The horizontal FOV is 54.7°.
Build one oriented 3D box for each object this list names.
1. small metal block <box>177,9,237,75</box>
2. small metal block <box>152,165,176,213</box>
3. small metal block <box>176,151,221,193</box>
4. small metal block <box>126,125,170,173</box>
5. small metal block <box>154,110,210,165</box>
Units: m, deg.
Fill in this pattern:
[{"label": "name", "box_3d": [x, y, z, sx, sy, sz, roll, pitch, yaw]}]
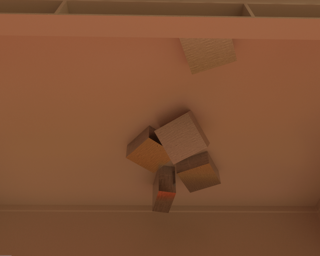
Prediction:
[{"label": "small metal block", "box_3d": [0.050, -0.091, 0.332, 0.050, 0.025, 0.050, -16, 129, 13]}, {"label": "small metal block", "box_3d": [0.006, 0.093, 0.471, 0.025, 0.050, 0.050, 9, 130, -7]}, {"label": "small metal block", "box_3d": [0.058, 0.067, 0.466, 0.050, 0.025, 0.050, -21, 127, 16]}, {"label": "small metal block", "box_3d": [-0.012, 0.031, 0.435, 0.050, 0.025, 0.050, 33, 123, -25]}, {"label": "small metal block", "box_3d": [0.029, 0.012, 0.402, 0.050, 0.025, 0.050, -30, 91, 18]}]
